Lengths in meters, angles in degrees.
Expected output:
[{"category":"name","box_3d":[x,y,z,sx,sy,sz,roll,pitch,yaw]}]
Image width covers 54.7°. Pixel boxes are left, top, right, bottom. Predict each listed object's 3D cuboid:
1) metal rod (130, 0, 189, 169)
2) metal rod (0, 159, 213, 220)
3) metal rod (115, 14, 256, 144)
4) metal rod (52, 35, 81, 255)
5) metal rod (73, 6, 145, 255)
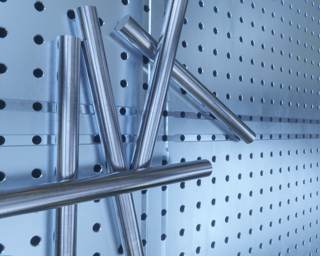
[{"category":"metal rod","box_3d":[0.006,-0.083,0.384,0.025,0.025,0.298,12,92,-40]},{"category":"metal rod","box_3d":[-0.052,0.061,0.333,0.302,0.025,0.025,-3,92,-40]},{"category":"metal rod","box_3d":[0.056,-0.055,0.458,0.301,0.025,0.025,35,68,-35]},{"category":"metal rod","box_3d":[-0.099,0.054,0.327,0.025,0.025,0.298,2,89,-40]},{"category":"metal rod","box_3d":[-0.057,0.014,0.362,0.025,0.025,0.298,-17,101,-39]}]
